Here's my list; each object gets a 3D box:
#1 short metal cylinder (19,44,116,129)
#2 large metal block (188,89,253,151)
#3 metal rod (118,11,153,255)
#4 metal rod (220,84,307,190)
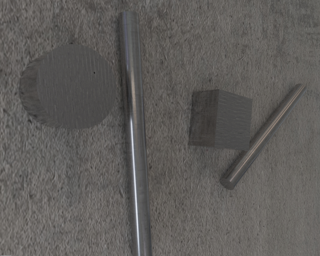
[{"bbox_3d":[-0.092,-0.039,0.311,0.081,0.050,0.079,0,90,-40],"label":"short metal cylinder"},{"bbox_3d":[0.092,-0.009,0.465,0.081,0.050,0.080,9,85,-40],"label":"large metal block"},{"bbox_3d":[-0.030,0.012,0.379,0.025,0.025,0.298,-6,94,-40],"label":"metal rod"},{"bbox_3d":[0.202,0.003,0.573,0.302,0.025,0.025,-42,116,-32],"label":"metal rod"}]
